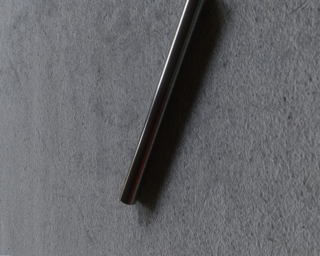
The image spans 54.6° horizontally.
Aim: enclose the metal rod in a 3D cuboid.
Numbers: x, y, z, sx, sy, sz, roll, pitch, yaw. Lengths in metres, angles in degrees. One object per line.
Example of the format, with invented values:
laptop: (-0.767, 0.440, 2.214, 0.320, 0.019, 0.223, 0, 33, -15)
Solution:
metal rod: (0.002, -0.033, 0.404, 0.025, 0.025, 0.298, 31, 109, 36)
